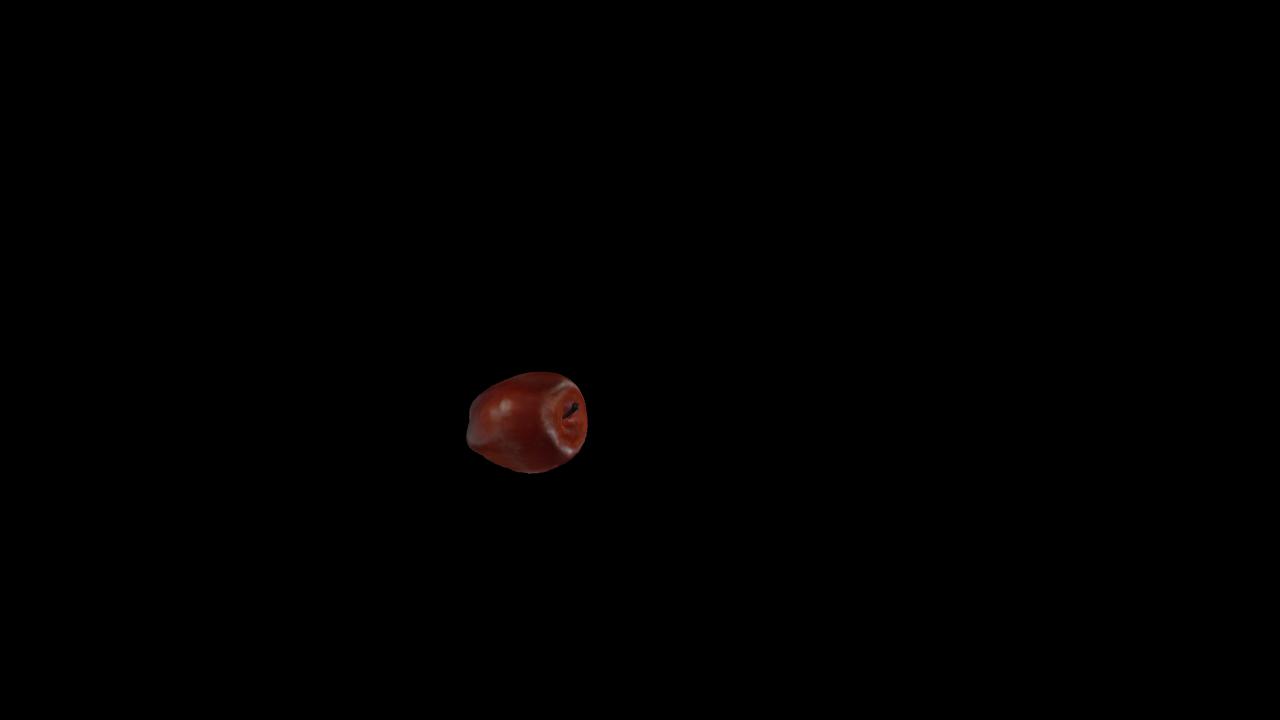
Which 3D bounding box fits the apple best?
[{"bbox_3d":[-0.084,0.046,0.468,0.093,0.079,0.079,-12,-5,25],"label":"apple"}]
